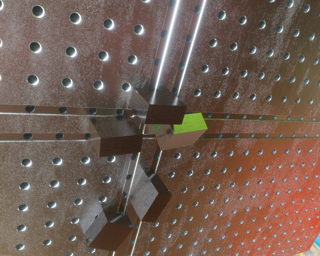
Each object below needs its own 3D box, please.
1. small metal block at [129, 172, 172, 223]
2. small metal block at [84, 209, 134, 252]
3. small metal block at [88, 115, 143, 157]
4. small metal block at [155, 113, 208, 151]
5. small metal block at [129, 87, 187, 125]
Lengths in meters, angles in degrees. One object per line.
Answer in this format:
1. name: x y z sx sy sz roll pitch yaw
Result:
1. small metal block: -0.015 0.100 0.451 0.025 0.050 0.050 20 108 -36
2. small metal block: -0.077 0.155 0.467 0.050 0.025 0.050 30 102 -38
3. small metal block: -0.054 0.008 0.372 0.050 0.050 0.025 -5 121 -26
4. small metal block: 0.028 0.005 0.417 0.050 0.025 0.050 -8 155 -25
5. small metal block: -0.003 -0.027 0.378 0.050 0.050 0.025 1 118 -29
